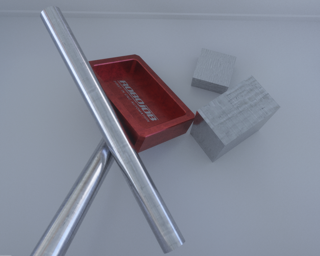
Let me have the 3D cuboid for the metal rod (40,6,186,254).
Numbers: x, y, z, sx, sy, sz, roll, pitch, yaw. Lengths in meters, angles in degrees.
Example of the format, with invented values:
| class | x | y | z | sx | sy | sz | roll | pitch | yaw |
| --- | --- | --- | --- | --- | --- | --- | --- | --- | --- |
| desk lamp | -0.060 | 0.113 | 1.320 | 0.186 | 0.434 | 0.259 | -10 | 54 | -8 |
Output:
| class | x | y | z | sx | sy | sz | roll | pitch | yaw |
| --- | --- | --- | --- | --- | --- | --- | --- | --- | --- |
| metal rod | -0.058 | -0.008 | 0.340 | 0.025 | 0.025 | 0.299 | -28 | 79 | -10 |

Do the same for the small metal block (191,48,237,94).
| class | x | y | z | sx | sy | sz | roll | pitch | yaw |
| --- | --- | --- | --- | --- | --- | --- | --- | --- | --- |
| small metal block | 0.076 | -0.080 | 0.440 | 0.050 | 0.025 | 0.050 | 16 | 71 | 5 |

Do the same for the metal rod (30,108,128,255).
| class | x | y | z | sx | sy | sz | roll | pitch | yaw |
| --- | --- | --- | --- | --- | --- | --- | --- | --- | --- |
| metal rod | -0.075 | 0.061 | 0.310 | 0.025 | 0.025 | 0.301 | 16 | 41 | 5 |

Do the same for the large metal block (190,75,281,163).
| class | x | y | z | sx | sy | sz | roll | pitch | yaw |
| --- | --- | --- | --- | --- | --- | --- | --- | --- | --- |
| large metal block | 0.088 | -0.008 | 0.385 | 0.080 | 0.080 | 0.050 | -33 | 74 | -12 |

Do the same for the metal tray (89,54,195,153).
| class | x | y | z | sx | sy | sz | roll | pitch | yaw |
| --- | --- | --- | --- | --- | --- | --- | --- | --- | --- |
| metal tray | -0.030 | -0.037 | 0.389 | 0.091 | 0.030 | 0.130 | -21 | 60 | -40 |
